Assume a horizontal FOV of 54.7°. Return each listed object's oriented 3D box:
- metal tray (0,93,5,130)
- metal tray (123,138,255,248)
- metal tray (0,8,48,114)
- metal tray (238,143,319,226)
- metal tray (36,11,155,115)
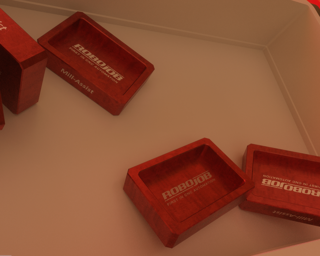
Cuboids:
[{"bbox_3d":[-0.184,-0.059,0.263,0.030,0.090,0.129,-21,108,-63],"label":"metal tray"},{"bbox_3d":[0.035,0.067,0.361,0.131,0.030,0.090,-19,53,-35],"label":"metal tray"},{"bbox_3d":[-0.179,-0.086,0.319,0.130,0.090,0.030,43,51,1],"label":"metal tray"},{"bbox_3d":[0.178,0.076,0.417,0.131,0.030,0.090,11,53,8],"label":"metal tray"},{"bbox_3d":[-0.083,-0.087,0.410,0.130,0.030,0.090,36,51,-4],"label":"metal tray"}]
